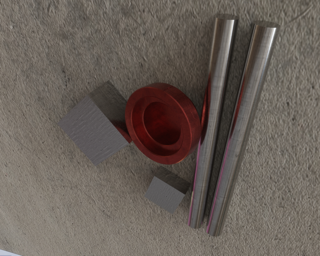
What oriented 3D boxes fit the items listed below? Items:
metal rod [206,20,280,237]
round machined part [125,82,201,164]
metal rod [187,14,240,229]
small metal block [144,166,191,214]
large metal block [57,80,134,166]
[{"bbox_3d":[0.090,0.026,0.374,0.025,0.025,0.298,17,125,18],"label":"metal rod"},{"bbox_3d":[0.008,-0.008,0.376,0.098,0.042,0.097,19,123,32],"label":"round machined part"},{"bbox_3d":[0.059,0.016,0.384,0.025,0.025,0.298,16,125,19],"label":"metal rod"},{"bbox_3d":[0.011,0.092,0.457,0.050,0.025,0.050,31,128,8],"label":"small metal block"},{"bbox_3d":[-0.080,-0.005,0.428,0.080,0.050,0.080,-33,100,38],"label":"large metal block"}]
